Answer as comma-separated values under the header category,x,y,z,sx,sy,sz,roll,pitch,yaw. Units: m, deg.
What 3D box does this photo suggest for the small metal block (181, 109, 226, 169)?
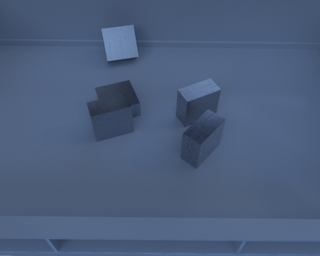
category,x,y,z,sx,sy,sz,roll,pitch,yaw
small metal block,0.052,0.014,0.378,0.025,0.050,0.050,33,57,24

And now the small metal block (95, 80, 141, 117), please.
category,x,y,z,sx,sy,sz,roll,pitch,yaw
small metal block,-0.059,-0.037,0.435,0.050,0.025,0.050,-16,52,-13

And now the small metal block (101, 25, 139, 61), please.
category,x,y,z,sx,sy,sz,roll,pitch,yaw
small metal block,-0.065,-0.136,0.499,0.050,0.050,0.025,-11,12,-9

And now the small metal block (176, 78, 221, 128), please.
category,x,y,z,sx,sy,sz,roll,pitch,yaw
small metal block,0.051,-0.034,0.418,0.050,0.050,0.025,-21,54,-17

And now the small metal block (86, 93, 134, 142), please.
category,x,y,z,sx,sy,sz,roll,pitch,yaw
small metal block,-0.063,-0.013,0.399,0.050,0.050,0.025,-16,52,-13
